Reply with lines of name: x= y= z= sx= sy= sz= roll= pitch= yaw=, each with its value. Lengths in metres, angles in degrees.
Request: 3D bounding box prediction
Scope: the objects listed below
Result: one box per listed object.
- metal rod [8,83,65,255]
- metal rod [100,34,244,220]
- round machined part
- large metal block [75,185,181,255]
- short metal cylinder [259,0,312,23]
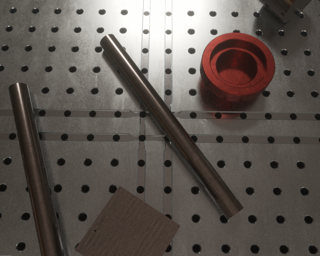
metal rod: x=-0.148 y=0.077 z=0.381 sx=0.025 sy=0.025 sz=0.299 roll=-18 pitch=71 yaw=-7
metal rod: x=0.007 y=-0.013 z=0.416 sx=0.025 sy=0.025 sz=0.299 roll=-33 pitch=74 yaw=-11
round machined part: x=0.105 y=-0.080 z=0.433 sx=0.099 sy=0.042 sz=0.098 roll=0 pitch=70 yaw=-1
large metal block: x=-0.034 y=0.125 z=0.352 sx=0.080 sy=0.050 sz=0.080 roll=31 pitch=73 yaw=10
short metal cylinder: x=0.196 y=-0.206 z=0.460 sx=0.080 sy=0.080 sz=0.050 roll=-38 pitch=75 yaw=-13
